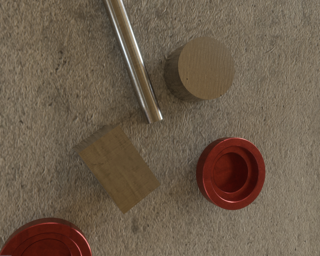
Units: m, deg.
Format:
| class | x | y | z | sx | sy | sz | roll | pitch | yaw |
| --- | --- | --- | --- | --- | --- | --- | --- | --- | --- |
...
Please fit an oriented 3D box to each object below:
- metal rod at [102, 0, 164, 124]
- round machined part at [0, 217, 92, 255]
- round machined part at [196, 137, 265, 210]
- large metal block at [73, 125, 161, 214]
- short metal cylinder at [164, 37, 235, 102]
| class | x | y | z | sx | sy | sz | roll | pitch | yaw |
| --- | --- | --- | --- | --- | --- | --- | --- | --- | --- |
| metal rod | -0.055 | -0.149 | 0.388 | 0.025 | 0.025 | 0.298 | -21 | 97 | -19 |
| round machined part | -0.130 | 0.150 | 0.352 | 0.099 | 0.042 | 0.097 | 0 | 90 | -20 |
| round machined part | 0.094 | 0.061 | 0.435 | 0.099 | 0.042 | 0.097 | 0 | 90 | -20 |
| large metal block | -0.054 | 0.043 | 0.360 | 0.050 | 0.080 | 0.080 | -37 | 102 | -16 |
| short metal cylinder | 0.051 | -0.076 | 0.414 | 0.081 | 0.050 | 0.079 | 0 | 90 | -20 |
